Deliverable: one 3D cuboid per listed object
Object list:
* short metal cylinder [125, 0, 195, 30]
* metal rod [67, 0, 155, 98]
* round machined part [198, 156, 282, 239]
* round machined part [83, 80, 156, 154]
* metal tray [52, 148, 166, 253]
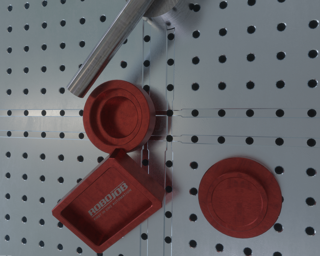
[{"bbox_3d":[0.001,-0.174,0.399,0.080,0.050,0.079,0,90,20],"label":"short metal cylinder"},{"bbox_3d":[-0.016,-0.159,0.365,0.025,0.025,0.299,43,103,15],"label":"metal rod"},{"bbox_3d":[0.094,0.084,0.370,0.098,0.042,0.097,0,90,20],"label":"round machined part"},{"bbox_3d":[-0.051,-0.014,0.421,0.098,0.042,0.097,0,90,20],"label":"round machined part"},{"bbox_3d":[-0.068,0.099,0.410,0.090,0.030,0.130,45,111,-8],"label":"metal tray"}]
